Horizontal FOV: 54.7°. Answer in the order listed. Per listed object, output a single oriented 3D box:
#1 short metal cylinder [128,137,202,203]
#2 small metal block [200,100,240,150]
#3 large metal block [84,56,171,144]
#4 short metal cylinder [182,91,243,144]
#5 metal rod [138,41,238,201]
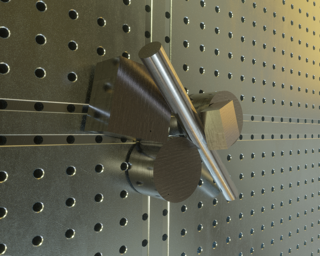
[{"bbox_3d":[0.007,0.050,0.394,0.081,0.050,0.079,0,90,-40],"label":"short metal cylinder"},{"bbox_3d":[0.078,-0.004,0.396,0.050,0.025,0.050,-31,110,-55],"label":"small metal block"},{"bbox_3d":[-0.033,-0.028,0.359,0.081,0.050,0.080,14,81,-39],"label":"large metal block"},{"bbox_3d":[0.076,-0.013,0.453,0.081,0.050,0.079,0,90,-40],"label":"short metal cylinder"},{"bbox_3d":[0.053,0.015,0.403,0.025,0.025,0.300,-58,137,-24],"label":"metal rod"}]
